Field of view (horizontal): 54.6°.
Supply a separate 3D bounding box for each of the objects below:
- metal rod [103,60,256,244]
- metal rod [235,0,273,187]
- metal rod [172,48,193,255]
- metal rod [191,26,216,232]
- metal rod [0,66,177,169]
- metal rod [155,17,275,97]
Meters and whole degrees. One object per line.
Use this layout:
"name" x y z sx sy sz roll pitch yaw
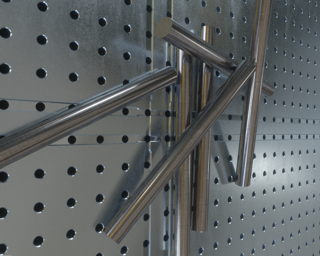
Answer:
"metal rod" 0.036 0.019 0.407 0.301 0.025 0.025 -49 120 -18
"metal rod" 0.145 -0.049 0.484 0.025 0.025 0.298 -12 112 -39
"metal rod" 0.032 0.026 0.434 0.025 0.025 0.298 1 89 -40
"metal rod" 0.064 0.000 0.461 0.025 0.025 0.298 5 87 -40
"metal rod" -0.092 -0.009 0.331 0.302 0.025 0.025 -31 109 -36
"metal rod" 0.102 -0.092 0.464 0.302 0.025 0.025 13 82 -48
